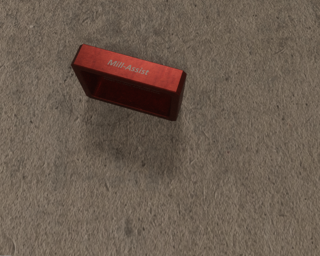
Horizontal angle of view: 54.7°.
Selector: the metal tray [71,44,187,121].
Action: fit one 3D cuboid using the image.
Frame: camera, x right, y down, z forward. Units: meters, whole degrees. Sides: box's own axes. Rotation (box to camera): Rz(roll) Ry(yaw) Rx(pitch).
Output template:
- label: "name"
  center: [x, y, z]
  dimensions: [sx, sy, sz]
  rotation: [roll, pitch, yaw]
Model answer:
- label: "metal tray"
  center: [-0.036, -0.054, 0.392]
  dimensions: [0.131, 0.090, 0.030]
  rotation: [16, 71, 5]
